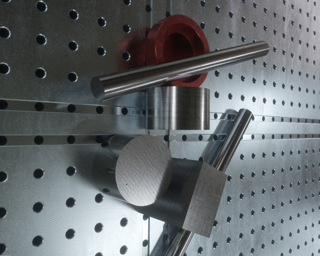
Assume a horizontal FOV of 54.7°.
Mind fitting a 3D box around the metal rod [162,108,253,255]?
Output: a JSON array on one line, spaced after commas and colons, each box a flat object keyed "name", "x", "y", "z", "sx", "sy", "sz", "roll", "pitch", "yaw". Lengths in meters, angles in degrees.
[{"name": "metal rod", "x": 0.073, "y": 0.089, "z": 0.470, "sx": 0.025, "sy": 0.025, "sz": 0.300, "roll": 48, "pitch": 62, "yaw": -30}]

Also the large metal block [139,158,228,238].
[{"name": "large metal block", "x": 0.029, "y": 0.085, "z": 0.398, "sx": 0.050, "sy": 0.080, "sz": 0.080, "roll": 32, "pitch": 70, "yaw": -36}]

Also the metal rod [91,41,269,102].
[{"name": "metal rod", "x": 0.050, "y": -0.081, "z": 0.395, "sx": 0.302, "sy": 0.025, "sz": 0.025, "roll": -21, "pitch": 104, "yaw": -38}]

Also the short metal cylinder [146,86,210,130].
[{"name": "short metal cylinder", "x": 0.022, "y": -0.023, "z": 0.392, "sx": 0.081, "sy": 0.080, "sz": 0.050, "roll": 0, "pitch": 91, "yaw": -40}]

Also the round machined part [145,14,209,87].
[{"name": "round machined part", "x": 0.019, "y": -0.096, "z": 0.413, "sx": 0.099, "sy": 0.042, "sz": 0.097, "roll": 0, "pitch": 90, "yaw": -40}]

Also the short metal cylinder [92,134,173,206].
[{"name": "short metal cylinder", "x": -0.032, "y": 0.047, "z": 0.366, "sx": 0.081, "sy": 0.050, "sz": 0.080, "roll": 0, "pitch": 90, "yaw": -40}]
